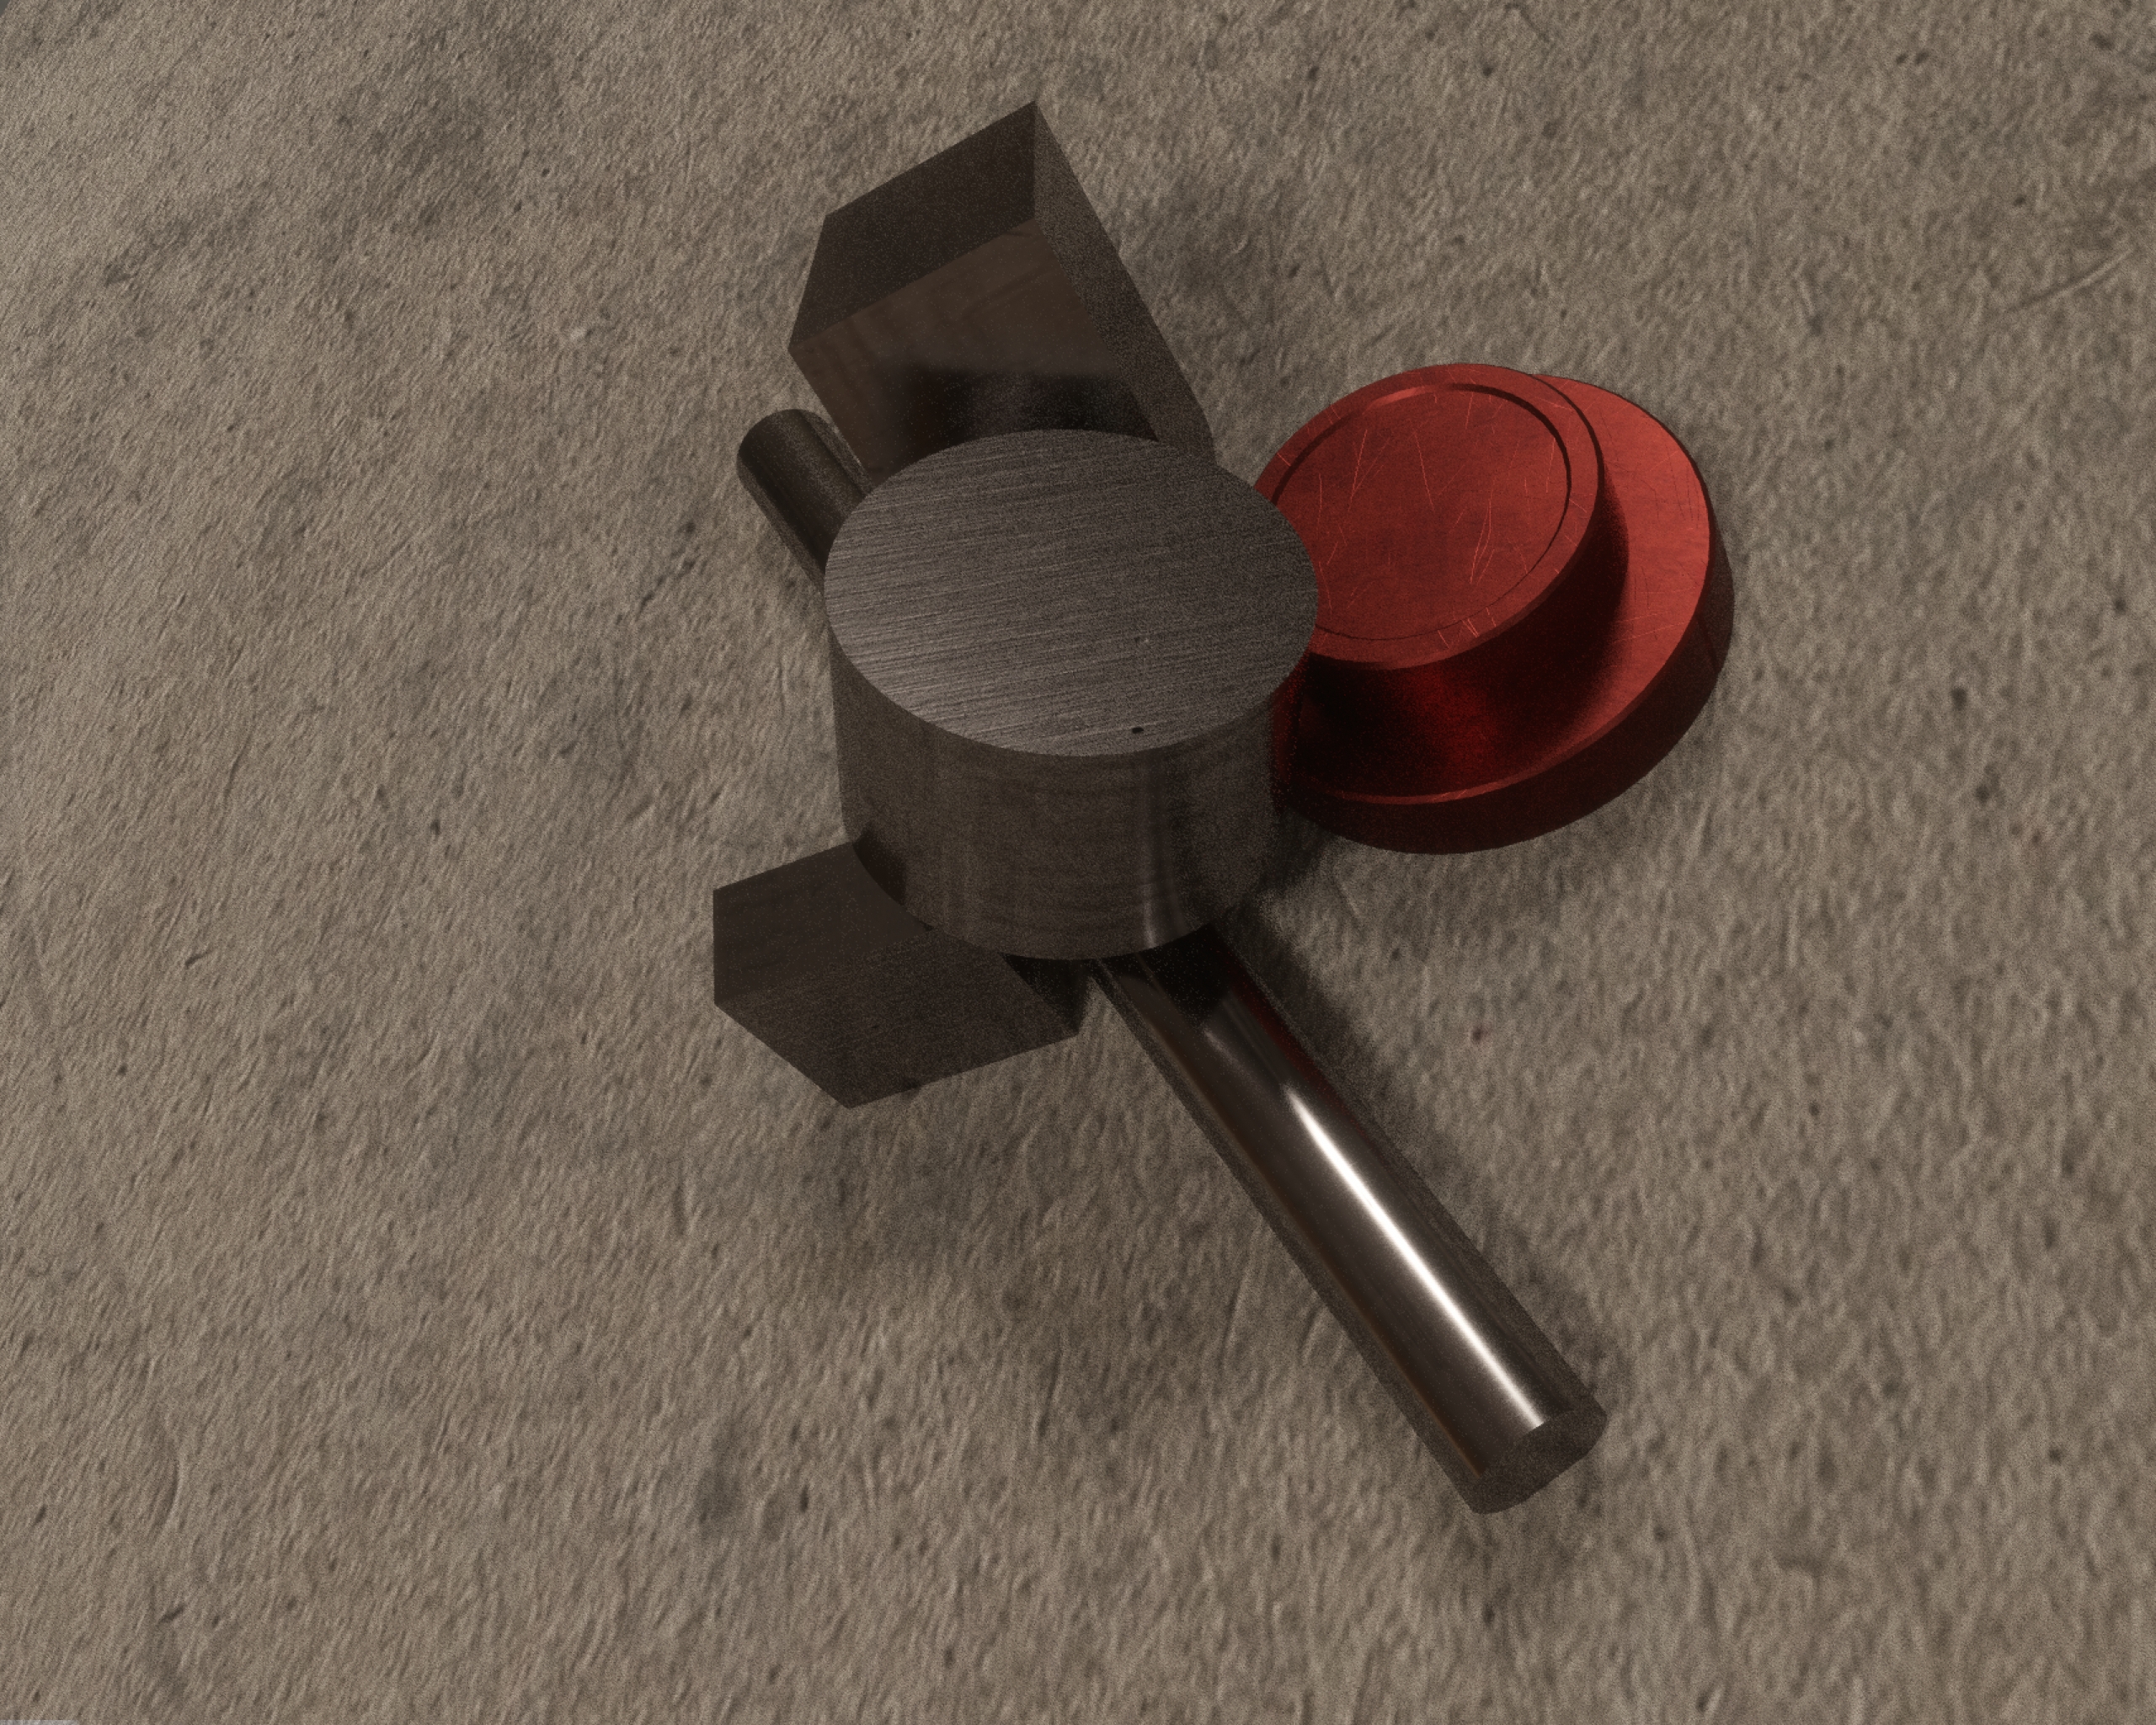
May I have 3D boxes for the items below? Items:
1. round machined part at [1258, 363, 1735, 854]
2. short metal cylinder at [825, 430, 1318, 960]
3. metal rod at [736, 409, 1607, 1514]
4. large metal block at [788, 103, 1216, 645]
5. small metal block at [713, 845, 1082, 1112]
[{"bbox_3d":[0.069,-0.054,0.390,0.098,0.042,0.098,-13,56,20],"label":"round machined part"},{"bbox_3d":[-0.002,-0.030,0.360,0.081,0.050,0.080,2,49,-2],"label":"short metal cylinder"},{"bbox_3d":[0.000,-0.004,0.407,0.025,0.025,0.300,-38,51,2],"label":"metal rod"},{"bbox_3d":[-0.011,-0.095,0.419,0.050,0.080,0.080,-25,31,15],"label":"large metal block"},{"bbox_3d":[-0.034,0.020,0.394,0.050,0.050,0.025,-19,54,16],"label":"small metal block"}]
